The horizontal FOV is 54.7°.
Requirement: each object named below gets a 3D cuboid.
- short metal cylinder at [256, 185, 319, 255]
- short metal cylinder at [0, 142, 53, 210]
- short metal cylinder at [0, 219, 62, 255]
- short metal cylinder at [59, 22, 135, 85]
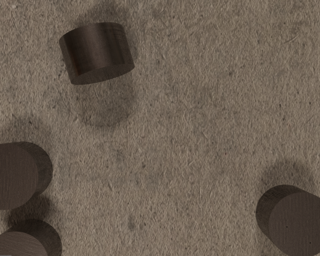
[{"bbox_3d":[0.172,0.118,0.400,0.081,0.050,0.079,0,90,-1],"label":"short metal cylinder"},{"bbox_3d":[-0.186,0.058,0.395,0.081,0.050,0.079,0,90,-1],"label":"short metal cylinder"},{"bbox_3d":[-0.173,0.164,0.395,0.081,0.050,0.079,0,90,-1],"label":"short metal cylinder"},{"bbox_3d":[-0.077,-0.089,0.381,0.080,0.080,0.050,-16,90,0],"label":"short metal cylinder"}]
